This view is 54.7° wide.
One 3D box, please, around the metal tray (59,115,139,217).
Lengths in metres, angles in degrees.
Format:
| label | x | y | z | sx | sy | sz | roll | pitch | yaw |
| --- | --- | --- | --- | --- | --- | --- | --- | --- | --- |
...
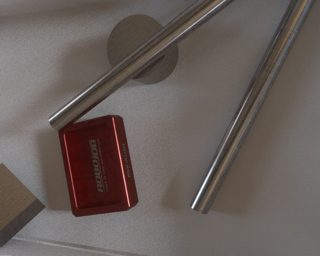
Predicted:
| label | x | y | z | sx | sy | sz | roll | pitch | yaw |
| --- | --- | --- | --- | --- | --- | --- | --- | --- | --- |
| metal tray | -0.088 | 0.053 | 0.437 | 0.090 | 0.030 | 0.129 | -12 | 86 | 19 |

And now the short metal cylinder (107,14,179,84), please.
| label | x | y | z | sx | sy | sz | roll | pitch | yaw |
| --- | --- | --- | --- | --- | --- | --- | --- | --- | --- |
| short metal cylinder | -0.021 | -0.100 | 0.404 | 0.080 | 0.050 | 0.079 | 0 | 90 | 19 |

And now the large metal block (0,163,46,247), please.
| label | x | y | z | sx | sy | sz | roll | pitch | yaw |
| --- | --- | --- | --- | --- | --- | --- | --- | --- | --- |
| large metal block | -0.234 | 0.113 | 0.457 | 0.080 | 0.050 | 0.080 | 39 | 65 | 15 |

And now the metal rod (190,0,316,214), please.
| label | x | y | z | sx | sy | sz | roll | pitch | yaw |
| --- | --- | --- | --- | --- | --- | --- | --- | --- | --- |
| metal rod | 0.111 | -0.032 | 0.371 | 0.025 | 0.025 | 0.298 | 27 | 99 | 17 |

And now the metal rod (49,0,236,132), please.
| label | x | y | z | sx | sy | sz | roll | pitch | yaw |
| --- | --- | --- | --- | --- | --- | --- | --- | --- | --- |
| metal rod | -0.016 | -0.086 | 0.362 | 0.300 | 0.025 | 0.025 | -34 | 79 | 16 |
